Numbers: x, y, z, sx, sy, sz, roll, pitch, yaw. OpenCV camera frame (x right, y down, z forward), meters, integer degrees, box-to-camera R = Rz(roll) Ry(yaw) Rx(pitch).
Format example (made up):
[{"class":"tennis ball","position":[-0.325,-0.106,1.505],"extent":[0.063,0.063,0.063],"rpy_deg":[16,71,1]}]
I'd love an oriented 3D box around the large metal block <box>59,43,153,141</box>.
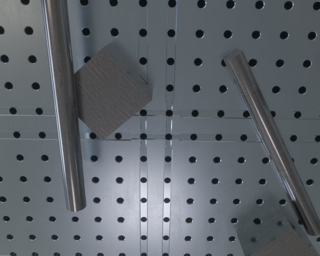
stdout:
[{"class":"large metal block","position":[-0.066,-0.045,0.383],"extent":[0.080,0.050,0.080],"rpy_deg":[-39,106,13]}]

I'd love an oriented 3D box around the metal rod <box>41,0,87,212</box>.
[{"class":"metal rod","position":[-0.106,-0.040,0.344],"extent":[0.025,0.025,0.298],"rpy_deg":[0,110,0]}]

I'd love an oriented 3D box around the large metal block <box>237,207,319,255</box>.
[{"class":"large metal block","position":[0.180,0.182,0.469],"extent":[0.080,0.050,0.080],"rpy_deg":[-40,106,13]}]

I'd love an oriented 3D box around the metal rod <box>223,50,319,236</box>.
[{"class":"metal rod","position":[0.163,0.033,0.427],"extent":[0.025,0.025,0.299],"rpy_deg":[-28,108,9]}]
